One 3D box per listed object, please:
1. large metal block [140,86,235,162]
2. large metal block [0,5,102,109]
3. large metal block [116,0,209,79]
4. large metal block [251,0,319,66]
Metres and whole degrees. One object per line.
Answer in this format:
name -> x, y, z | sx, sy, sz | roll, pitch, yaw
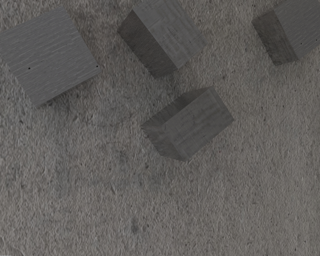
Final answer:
large metal block -> 0.031, -0.006, 0.391 | 0.080, 0.080, 0.050 | -38, 102, -16
large metal block -> -0.125, -0.077, 0.349 | 0.080, 0.050, 0.080 | -33, 101, -17
large metal block -> 0.000, -0.112, 0.379 | 0.050, 0.080, 0.080 | -43, 104, -15
large metal block -> 0.200, -0.153, 0.469 | 0.080, 0.050, 0.080 | -36, 102, -16
